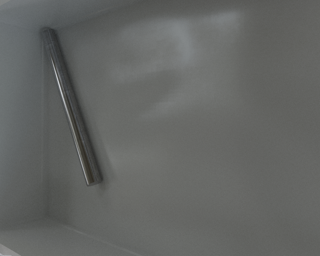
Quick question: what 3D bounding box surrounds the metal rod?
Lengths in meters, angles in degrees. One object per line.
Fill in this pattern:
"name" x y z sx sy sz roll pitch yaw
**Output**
"metal rod" -0.157 -0.044 0.538 0.025 0.025 0.299 -34 69 35
